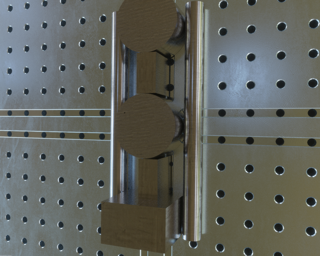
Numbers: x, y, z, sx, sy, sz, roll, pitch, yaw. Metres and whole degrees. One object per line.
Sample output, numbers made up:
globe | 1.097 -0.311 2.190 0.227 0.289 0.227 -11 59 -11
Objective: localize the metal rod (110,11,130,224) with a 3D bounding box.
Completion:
metal rod | -0.056 -0.009 0.431 0.025 0.025 0.298 1 90 20

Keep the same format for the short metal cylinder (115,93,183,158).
short metal cylinder | -0.011 -0.003 0.403 0.080 0.050 0.080 0 90 20

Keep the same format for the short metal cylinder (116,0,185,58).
short metal cylinder | -0.009 -0.132 0.402 0.080 0.050 0.080 0 90 20

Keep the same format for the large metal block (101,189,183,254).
large metal block | -0.018 0.112 0.390 0.080 0.080 0.050 1 91 20

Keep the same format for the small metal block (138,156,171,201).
small metal block | -0.006 0.063 0.400 0.025 0.050 0.050 0 90 20

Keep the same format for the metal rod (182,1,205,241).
metal rod | 0.043 -0.008 0.396 0.025 0.025 0.298 1 90 20

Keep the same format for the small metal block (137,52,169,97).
small metal block | -0.008 -0.068 0.401 0.025 0.050 0.050 1 90 20
